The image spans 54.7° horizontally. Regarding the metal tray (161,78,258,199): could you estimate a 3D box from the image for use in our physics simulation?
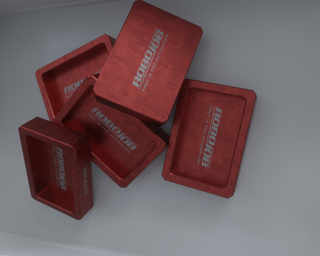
[{"bbox_3d":[0.061,0.011,0.384,0.090,0.030,0.129,13,94,19],"label":"metal tray"}]

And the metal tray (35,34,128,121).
[{"bbox_3d":[-0.107,-0.064,0.442,0.130,0.030,0.090,-22,83,18],"label":"metal tray"}]

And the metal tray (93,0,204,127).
[{"bbox_3d":[-0.013,-0.077,0.373,0.090,0.030,0.130,23,78,-5],"label":"metal tray"}]

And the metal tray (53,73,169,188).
[{"bbox_3d":[-0.063,0.004,0.404,0.130,0.030,0.090,43,110,-1],"label":"metal tray"}]

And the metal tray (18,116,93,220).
[{"bbox_3d":[-0.139,0.057,0.422,0.090,0.030,0.129,18,125,19],"label":"metal tray"}]
